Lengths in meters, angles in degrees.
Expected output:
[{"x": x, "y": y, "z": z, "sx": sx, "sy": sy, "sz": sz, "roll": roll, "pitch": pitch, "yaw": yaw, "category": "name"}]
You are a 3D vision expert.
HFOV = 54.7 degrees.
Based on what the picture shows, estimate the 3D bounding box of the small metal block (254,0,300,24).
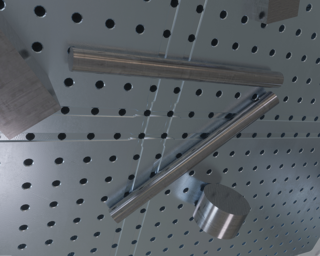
[{"x": 0.149, "y": -0.164, "z": 0.391, "sx": 0.050, "sy": 0.025, "sz": 0.050, "roll": -19, "pitch": 126, "yaw": -17, "category": "small metal block"}]

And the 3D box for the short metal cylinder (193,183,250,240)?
[{"x": 0.102, "y": 0.137, "z": 0.516, "sx": 0.081, "sy": 0.080, "sz": 0.050, "roll": 6, "pitch": 116, "yaw": -31, "category": "short metal cylinder"}]

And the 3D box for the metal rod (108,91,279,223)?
[{"x": 0.053, "y": 0.041, "z": 0.465, "sx": 0.301, "sy": 0.025, "sz": 0.025, "roll": -36, "pitch": 129, "yaw": -4, "category": "metal rod"}]

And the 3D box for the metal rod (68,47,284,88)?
[{"x": 0.042, "y": -0.071, "z": 0.389, "sx": 0.303, "sy": 0.025, "sz": 0.025, "roll": 0, "pitch": 119, "yaw": -29, "category": "metal rod"}]

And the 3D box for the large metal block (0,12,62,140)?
[{"x": -0.137, "y": -0.050, "z": 0.270, "sx": 0.050, "sy": 0.080, "sz": 0.080, "roll": -33, "pitch": 129, "yaw": -7, "category": "large metal block"}]
